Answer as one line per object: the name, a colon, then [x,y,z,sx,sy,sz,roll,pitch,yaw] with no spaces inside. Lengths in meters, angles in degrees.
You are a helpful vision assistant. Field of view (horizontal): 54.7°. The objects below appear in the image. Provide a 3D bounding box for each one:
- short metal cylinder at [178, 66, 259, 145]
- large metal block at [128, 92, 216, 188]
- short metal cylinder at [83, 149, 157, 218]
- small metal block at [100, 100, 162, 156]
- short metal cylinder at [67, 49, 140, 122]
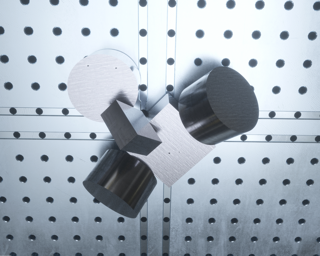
short metal cylinder: [0.069,-0.025,0.364,0.080,0.080,0.050,41,143,-14]
large metal block: [0.011,0.015,0.399,0.080,0.050,0.080,43,104,-14]
short metal cylinder: [-0.051,0.072,0.400,0.080,0.050,0.080,25,150,16]
small metal block: [-0.031,0.001,0.343,0.025,0.050,0.050,-42,61,16]
short metal cylinder: [-0.065,-0.052,0.377,0.081,0.050,0.079,0,110,0]
